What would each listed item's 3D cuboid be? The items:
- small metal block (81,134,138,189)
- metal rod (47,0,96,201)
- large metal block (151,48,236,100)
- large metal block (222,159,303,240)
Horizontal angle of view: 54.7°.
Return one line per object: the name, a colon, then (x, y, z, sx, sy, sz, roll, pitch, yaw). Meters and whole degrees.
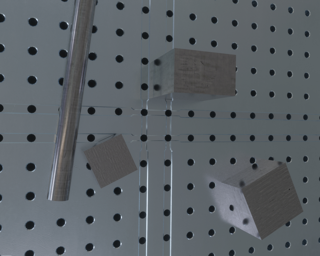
small metal block: (-0.064, 0.040, 0.389, 0.050, 0.025, 0.050, -26, 99, -18)
metal rod: (-0.103, -0.064, 0.374, 0.025, 0.025, 0.298, 8, 87, -20)
large metal block: (0.040, -0.065, 0.398, 0.081, 0.080, 0.050, 1, 90, -20)
large metal block: (0.150, 0.101, 0.455, 0.081, 0.050, 0.080, -25, 99, -18)
